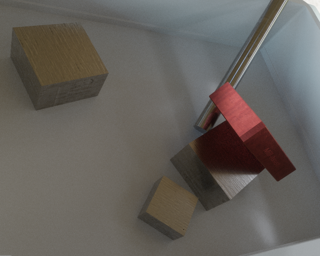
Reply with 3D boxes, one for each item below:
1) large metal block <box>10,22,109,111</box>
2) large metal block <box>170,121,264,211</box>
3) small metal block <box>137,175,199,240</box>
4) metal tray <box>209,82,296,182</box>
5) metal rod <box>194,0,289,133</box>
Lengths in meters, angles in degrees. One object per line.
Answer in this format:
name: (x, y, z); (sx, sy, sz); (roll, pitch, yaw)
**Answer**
large metal block: (-0.121, -0.076, 0.371); (0.081, 0.050, 0.080); (-20, 72, -36)
large metal block: (0.075, 0.047, 0.403); (0.081, 0.050, 0.080); (-28, 78, -37)
small metal block: (0.010, 0.092, 0.357); (0.050, 0.025, 0.050); (34, 51, -6)
metal tray: (0.123, 0.007, 0.406); (0.130, 0.030, 0.090); (40, 17, -42)
metal rod: (0.138, -0.120, 0.472); (0.025, 0.025, 0.300); (34, 78, -7)
